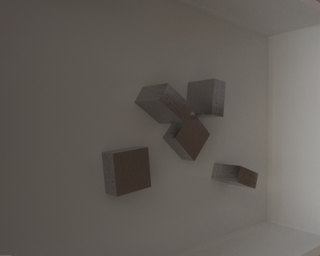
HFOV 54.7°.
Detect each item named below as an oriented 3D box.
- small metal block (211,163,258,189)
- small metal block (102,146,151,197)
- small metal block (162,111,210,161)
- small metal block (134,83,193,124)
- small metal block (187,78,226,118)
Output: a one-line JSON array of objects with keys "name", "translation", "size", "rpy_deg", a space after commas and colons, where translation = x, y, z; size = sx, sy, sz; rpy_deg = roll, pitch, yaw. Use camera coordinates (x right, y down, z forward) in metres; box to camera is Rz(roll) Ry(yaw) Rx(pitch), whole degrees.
[{"name": "small metal block", "translation": [0.119, 0.076, 0.493], "size": [0.050, 0.050, 0.025], "rpy_deg": [24, 75, -38]}, {"name": "small metal block", "translation": [-0.040, 0.051, 0.375], "size": [0.050, 0.025, 0.050], "rpy_deg": [-8, 95, -40]}, {"name": "small metal block", "translation": [0.039, 0.011, 0.441], "size": [0.050, 0.025, 0.050], "rpy_deg": [49, 61, -29]}, {"name": "small metal block", "translation": [0.005, -0.030, 0.396], "size": [0.050, 0.050, 0.025], "rpy_deg": [40, 65, -33]}, {"name": "small metal block", "translation": [0.065, -0.042, 0.447], "size": [0.025, 0.050, 0.050], "rpy_deg": [9, 85, -40]}]
